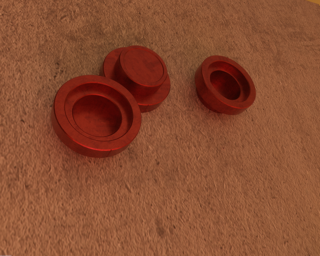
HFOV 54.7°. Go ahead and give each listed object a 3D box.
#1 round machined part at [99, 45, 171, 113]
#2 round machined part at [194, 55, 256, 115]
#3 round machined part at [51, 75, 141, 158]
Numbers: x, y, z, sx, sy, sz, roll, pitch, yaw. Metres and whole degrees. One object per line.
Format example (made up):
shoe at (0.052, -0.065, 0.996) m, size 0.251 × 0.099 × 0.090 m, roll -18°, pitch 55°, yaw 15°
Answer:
round machined part at (-0.029, -0.073, 0.421) m, size 0.099 × 0.042 × 0.098 m, roll 14°, pitch 56°, yaw -21°
round machined part at (0.096, -0.062, 0.482) m, size 0.099 × 0.042 × 0.098 m, roll 14°, pitch 56°, yaw -21°
round machined part at (-0.075, -0.010, 0.358) m, size 0.099 × 0.042 × 0.098 m, roll 14°, pitch 56°, yaw -21°
